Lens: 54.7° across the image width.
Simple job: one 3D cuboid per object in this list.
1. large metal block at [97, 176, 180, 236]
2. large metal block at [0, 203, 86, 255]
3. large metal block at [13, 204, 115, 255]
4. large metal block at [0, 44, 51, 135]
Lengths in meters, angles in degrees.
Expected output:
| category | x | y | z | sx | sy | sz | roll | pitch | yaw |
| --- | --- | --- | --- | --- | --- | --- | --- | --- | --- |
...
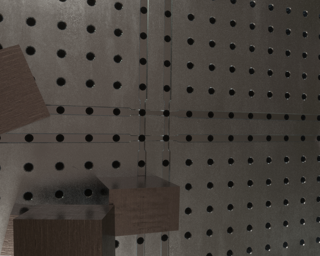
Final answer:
| category | x | y | z | sx | sy | sz | roll | pitch | yaw |
| --- | --- | --- | --- | --- | --- | --- | --- | --- | --- |
| large metal block | -0.030 | 0.090 | 0.373 | 0.081 | 0.080 | 0.050 | 2 | 90 | -20 |
| large metal block | -0.133 | 0.136 | 0.351 | 0.081 | 0.050 | 0.080 | 13 | 86 | -20 |
| large metal block | -0.089 | 0.120 | 0.299 | 0.080 | 0.050 | 0.079 | -1 | 91 | 4 |
| large metal block | -0.175 | -0.035 | 0.335 | 0.081 | 0.050 | 0.080 | -24 | 98 | -19 |
